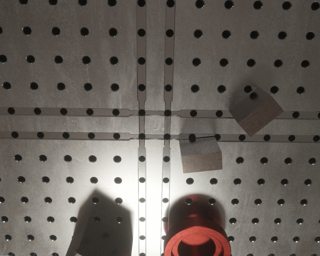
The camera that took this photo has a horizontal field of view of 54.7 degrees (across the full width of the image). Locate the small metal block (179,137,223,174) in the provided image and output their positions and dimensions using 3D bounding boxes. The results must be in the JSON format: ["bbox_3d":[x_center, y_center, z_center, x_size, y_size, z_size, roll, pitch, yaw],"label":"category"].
[{"bbox_3d":[0.053,0.035,0.414,0.050,0.050,0.025,-6,110,2],"label":"small metal block"}]

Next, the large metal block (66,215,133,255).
[{"bbox_3d":[-0.090,0.189,0.452,0.080,0.080,0.050,34,106,-12],"label":"large metal block"}]

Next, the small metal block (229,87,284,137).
[{"bbox_3d":[0.121,-0.021,0.394,0.050,0.050,0.025,-41,105,13],"label":"small metal block"}]

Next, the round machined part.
[{"bbox_3d":[0.055,0.176,0.470,0.099,0.042,0.097,0,110,-1],"label":"round machined part"}]
